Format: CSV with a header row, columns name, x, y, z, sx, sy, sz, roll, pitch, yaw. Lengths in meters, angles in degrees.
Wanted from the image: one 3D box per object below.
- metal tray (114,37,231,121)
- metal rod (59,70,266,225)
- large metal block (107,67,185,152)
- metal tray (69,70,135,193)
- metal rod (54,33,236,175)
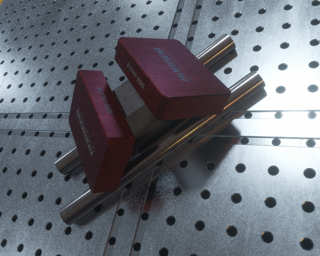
name,x,y,z,sx,sy,sz,roll,pitch,yaw
metal tray,0.011,-0.064,0.370,0.091,0.030,0.130,-7,44,-30
metal rod,0.000,0.027,0.391,0.300,0.025,0.025,-36,51,4
large metal block,-0.016,-0.021,0.392,0.080,0.080,0.050,-36,51,4
metal tray,-0.077,0.001,0.377,0.130,0.030,0.089,60,140,38
metal rod,-0.023,-0.032,0.438,0.300,0.025,0.025,-37,51,3
